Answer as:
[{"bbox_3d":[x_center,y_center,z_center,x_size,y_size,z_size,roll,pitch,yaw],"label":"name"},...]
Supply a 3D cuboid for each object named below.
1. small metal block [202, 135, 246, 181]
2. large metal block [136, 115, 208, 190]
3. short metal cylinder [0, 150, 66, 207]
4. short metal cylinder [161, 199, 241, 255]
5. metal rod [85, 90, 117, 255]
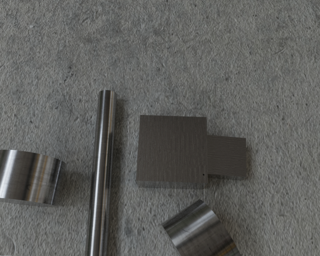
[{"bbox_3d":[0.082,0.038,0.395,0.050,0.025,0.050,5,70,1],"label":"small metal block"},{"bbox_3d":[0.015,0.031,0.384,0.081,0.050,0.080,2,70,0],"label":"large metal block"},{"bbox_3d":[-0.154,0.060,0.355,0.080,0.080,0.050,5,70,1],"label":"short metal cylinder"},{"bbox_3d":[0.043,0.125,0.334,0.050,0.080,0.080,-30,73,-11],"label":"short metal cylinder"},{"bbox_3d":[-0.073,0.094,0.372,0.025,0.025,0.299,1,70,0],"label":"metal rod"}]
